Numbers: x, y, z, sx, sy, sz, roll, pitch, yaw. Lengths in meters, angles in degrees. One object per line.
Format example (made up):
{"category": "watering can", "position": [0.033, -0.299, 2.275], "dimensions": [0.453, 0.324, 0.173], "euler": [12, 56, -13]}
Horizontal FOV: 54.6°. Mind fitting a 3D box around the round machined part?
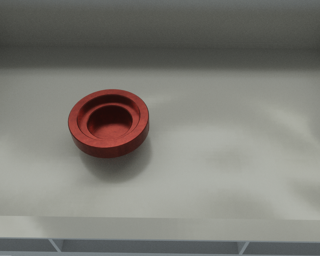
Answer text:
{"category": "round machined part", "position": [-0.062, -0.001, 0.395], "dimensions": [0.099, 0.042, 0.098], "euler": [0, 50, 0]}
